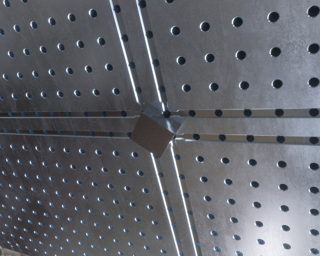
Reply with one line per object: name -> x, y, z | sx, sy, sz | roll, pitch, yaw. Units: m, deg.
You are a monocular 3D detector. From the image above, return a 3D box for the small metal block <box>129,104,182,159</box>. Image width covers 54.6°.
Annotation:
small metal block -> -0.007, 0.005, 0.418 | 0.050, 0.025, 0.050 | 33, 129, 6
